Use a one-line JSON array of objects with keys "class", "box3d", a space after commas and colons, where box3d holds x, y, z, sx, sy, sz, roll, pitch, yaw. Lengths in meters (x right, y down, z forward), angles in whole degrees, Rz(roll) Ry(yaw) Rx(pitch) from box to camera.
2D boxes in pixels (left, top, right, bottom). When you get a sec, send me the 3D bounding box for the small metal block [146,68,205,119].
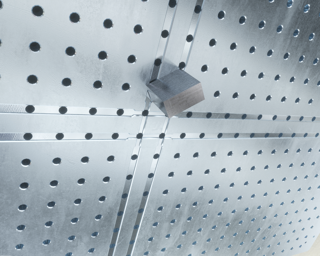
[{"class": "small metal block", "box3d": [0.018, -0.044, 0.380, 0.050, 0.050, 0.025, -28, 128, -11]}]
